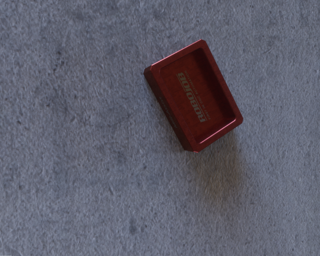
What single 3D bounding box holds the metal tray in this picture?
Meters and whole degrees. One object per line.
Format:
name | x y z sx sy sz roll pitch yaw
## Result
metal tray | 0.048 -0.043 0.425 0.091 0.030 0.130 -32 101 -18
